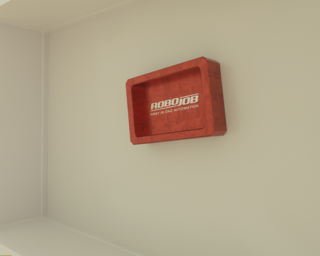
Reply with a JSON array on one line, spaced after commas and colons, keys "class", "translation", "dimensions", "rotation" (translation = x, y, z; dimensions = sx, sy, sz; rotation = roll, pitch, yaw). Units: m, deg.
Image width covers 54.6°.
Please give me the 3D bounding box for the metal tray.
[{"class": "metal tray", "translation": [0.015, -0.029, 0.391], "dimensions": [0.130, 0.030, 0.090], "rotation": [-9, 85, 39]}]
